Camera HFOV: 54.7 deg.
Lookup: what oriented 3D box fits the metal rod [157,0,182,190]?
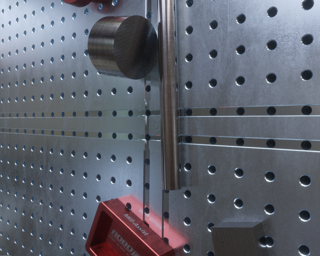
[{"bbox_3d":[0.011,-0.072,0.398,0.025,0.025,0.298,-3,88,39],"label":"metal rod"}]

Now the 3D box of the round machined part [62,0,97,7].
[{"bbox_3d":[-0.120,-0.242,0.494,0.098,0.042,0.097,0,90,39],"label":"round machined part"}]

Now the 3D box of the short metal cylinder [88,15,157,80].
[{"bbox_3d":[-0.047,-0.107,0.410,0.050,0.081,0.079,15,100,39],"label":"short metal cylinder"}]

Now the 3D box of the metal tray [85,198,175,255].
[{"bbox_3d":[-0.049,0.174,0.443,0.130,0.030,0.089,31,109,35],"label":"metal tray"}]

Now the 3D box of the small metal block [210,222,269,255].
[{"bbox_3d":[0.087,0.130,0.336,0.050,0.025,0.050,-15,81,38],"label":"small metal block"}]
